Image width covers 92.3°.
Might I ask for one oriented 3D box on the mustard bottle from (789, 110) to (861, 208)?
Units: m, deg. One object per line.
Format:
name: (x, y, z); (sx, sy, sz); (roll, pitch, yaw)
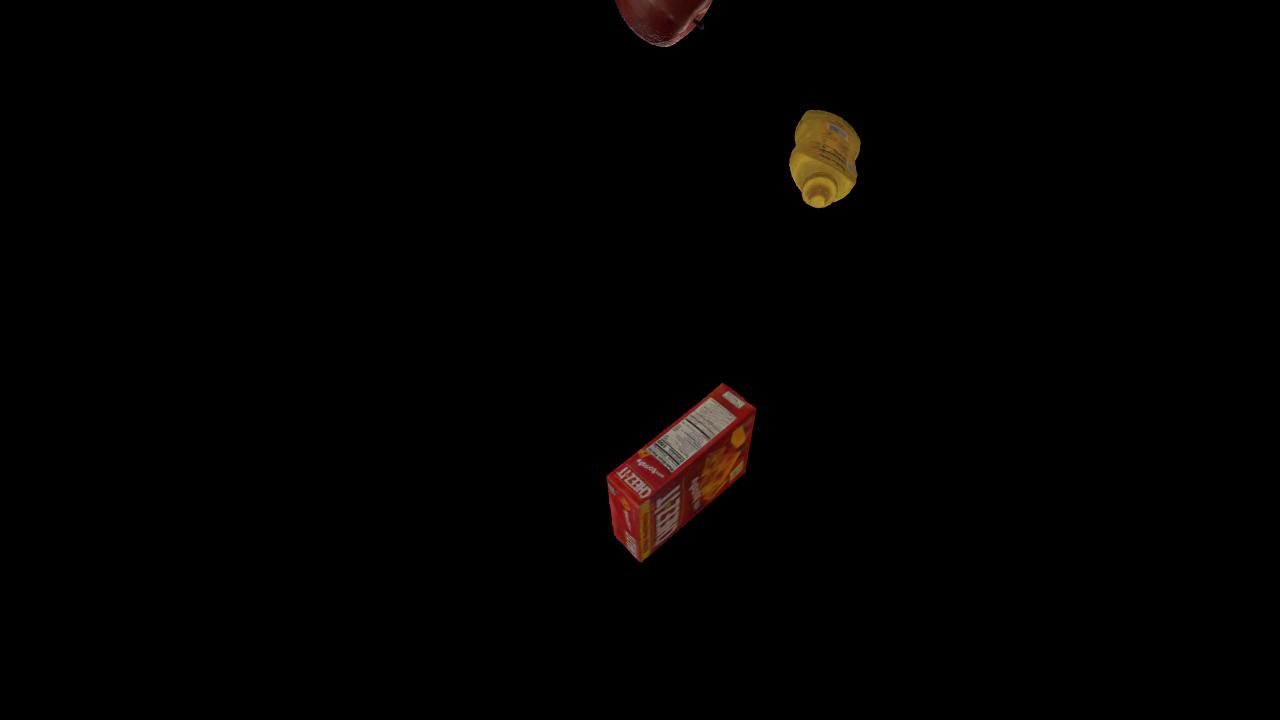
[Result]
mustard bottle: (0.234, -0.249, 0.784); (0.092, 0.184, 0.054); (31, -42, -11)

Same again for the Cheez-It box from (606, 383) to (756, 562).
Cheez-It box: (0.059, 0.158, 0.857); (0.223, 0.166, 0.071); (-34, 55, -26)

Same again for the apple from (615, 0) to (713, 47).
apple: (0.017, -0.299, 0.490); (0.093, 0.079, 0.079); (43, -15, -16)
